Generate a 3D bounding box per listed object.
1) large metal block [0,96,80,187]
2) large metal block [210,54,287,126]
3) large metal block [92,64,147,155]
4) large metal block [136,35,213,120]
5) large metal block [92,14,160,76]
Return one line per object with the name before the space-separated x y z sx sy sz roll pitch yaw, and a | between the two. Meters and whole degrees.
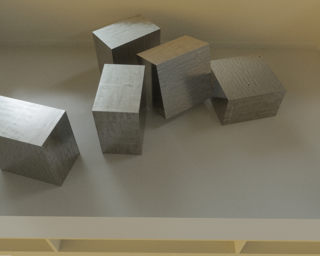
large metal block | -0.147 0.016 0.354 0.080 0.080 0.050 13 51 10
large metal block | 0.115 -0.056 0.437 0.081 0.050 0.080 -10 51 -9
large metal block | -0.046 -0.022 0.388 0.050 0.080 0.080 3 50 2
large metal block | 0.022 -0.070 0.422 0.081 0.080 0.050 -27 39 -21
large metal block | -0.047 -0.111 0.462 0.081 0.080 0.050 -31 57 -23
